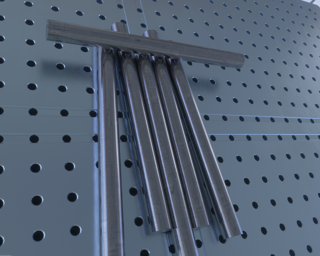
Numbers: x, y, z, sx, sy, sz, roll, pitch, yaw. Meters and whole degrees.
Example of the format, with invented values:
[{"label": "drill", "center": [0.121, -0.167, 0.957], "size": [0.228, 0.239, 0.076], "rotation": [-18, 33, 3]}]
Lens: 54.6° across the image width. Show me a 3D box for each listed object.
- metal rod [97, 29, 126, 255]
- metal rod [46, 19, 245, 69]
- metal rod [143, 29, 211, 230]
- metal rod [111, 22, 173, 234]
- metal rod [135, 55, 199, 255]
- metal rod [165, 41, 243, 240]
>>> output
[{"label": "metal rod", "center": [-0.062, -0.002, 0.374], "size": [0.025, 0.025, 0.299], "rotation": [7, 59, -25]}, {"label": "metal rod", "center": [-0.002, -0.115, 0.444], "size": [0.302, 0.025, 0.025], "rotation": [2, 61, -27]}, {"label": "metal rod", "center": [0.016, -0.015, 0.427], "size": [0.025, 0.025, 0.299], "rotation": [1, 61, -28]}, {"label": "metal rod", "center": [-0.030, -0.018, 0.403], "size": [0.025, 0.025, 0.299], "rotation": [1, 61, -28]}, {"label": "metal rod", "center": [0.005, 0.031, 0.391], "size": [0.025, 0.025, 0.299], "rotation": [1, 62, -28]}, {"label": "metal rod", "center": [0.050, 0.000, 0.435], "size": [0.025, 0.025, 0.299], "rotation": [-2, 63, -29]}]
